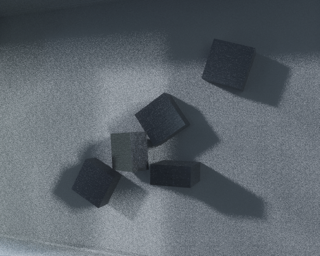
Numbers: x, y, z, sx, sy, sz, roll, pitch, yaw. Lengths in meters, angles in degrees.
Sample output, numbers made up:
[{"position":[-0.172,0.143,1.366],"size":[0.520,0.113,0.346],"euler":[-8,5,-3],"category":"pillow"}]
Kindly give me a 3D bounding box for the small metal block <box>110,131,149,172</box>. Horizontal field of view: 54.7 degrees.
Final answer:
[{"position":[-0.041,0.031,0.413],"size":[0.050,0.025,0.050],"euler":[-5,88,52],"category":"small metal block"}]

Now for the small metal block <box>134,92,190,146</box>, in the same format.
[{"position":[0.003,-0.011,0.409],"size":[0.050,0.025,0.050],"euler":[-36,79,16],"category":"small metal block"}]

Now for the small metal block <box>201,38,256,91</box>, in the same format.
[{"position":[0.085,-0.077,0.380],"size":[0.050,0.025,0.050],"euler":[19,96,19],"category":"small metal block"}]

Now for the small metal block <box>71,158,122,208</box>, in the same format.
[{"position":[-0.090,0.077,0.442],"size":[0.050,0.025,0.050],"euler":[30,100,17],"category":"small metal block"}]

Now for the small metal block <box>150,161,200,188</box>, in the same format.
[{"position":[0.020,0.057,0.390],"size":[0.050,0.050,0.025],"euler":[1,91,20],"category":"small metal block"}]
